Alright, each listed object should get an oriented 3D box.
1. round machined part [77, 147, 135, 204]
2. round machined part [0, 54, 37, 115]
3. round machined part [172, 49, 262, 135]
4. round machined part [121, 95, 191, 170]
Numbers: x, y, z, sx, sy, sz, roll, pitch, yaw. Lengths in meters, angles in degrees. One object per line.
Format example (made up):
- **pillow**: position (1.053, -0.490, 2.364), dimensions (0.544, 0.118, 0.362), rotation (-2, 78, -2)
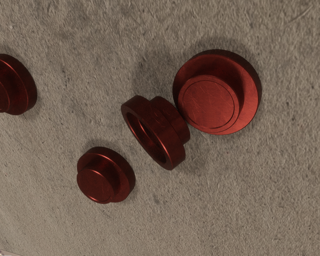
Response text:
- **round machined part**: position (-0.092, 0.082, 0.493), dimensions (0.098, 0.042, 0.097), rotation (13, 124, 20)
- **round machined part**: position (-0.246, -0.063, 0.484), dimensions (0.098, 0.042, 0.097), rotation (13, 124, 20)
- **round machined part**: position (0.059, -0.034, 0.343), dimensions (0.098, 0.042, 0.097), rotation (13, 124, 20)
- **round machined part**: position (-0.001, 0.000, 0.376), dimensions (0.098, 0.042, 0.098), rotation (47, 163, 20)
